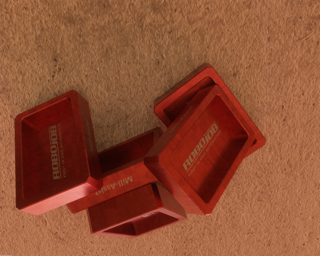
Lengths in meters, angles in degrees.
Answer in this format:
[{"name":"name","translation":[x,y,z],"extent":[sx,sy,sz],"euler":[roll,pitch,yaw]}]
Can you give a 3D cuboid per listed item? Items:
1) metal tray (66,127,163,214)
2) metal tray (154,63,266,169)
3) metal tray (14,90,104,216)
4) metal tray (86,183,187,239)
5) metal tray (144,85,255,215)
[{"name":"metal tray","translation":[-0.053,0.050,0.394],"extent":[0.130,0.090,0.030],"euler":[-23,109,8]},{"name":"metal tray","translation":[0.065,-0.007,0.406],"extent":[0.090,0.030,0.130],"euler":[-37,107,12]},{"name":"metal tray","translation":[-0.124,0.026,0.368],"extent":[0.090,0.130,0.030],"euler":[-23,147,7]},{"name":"metal tray","translation":[-0.024,0.113,0.406],"extent":[0.090,0.130,0.030],"euler":[-23,64,8]},{"name":"metal tray","translation":[0.052,0.023,0.361],"extent":[0.090,0.030,0.130],"euler":[50,58,-16]}]
